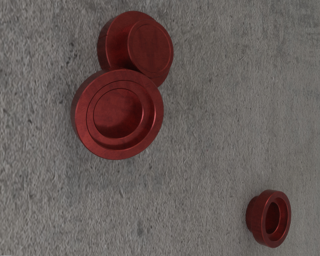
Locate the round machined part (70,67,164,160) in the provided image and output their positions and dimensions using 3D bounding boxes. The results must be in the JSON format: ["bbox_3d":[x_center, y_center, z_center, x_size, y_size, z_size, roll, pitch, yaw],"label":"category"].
[{"bbox_3d":[-0.049,-0.018,0.340,0.099,0.042,0.097,-9,110,-27],"label":"round machined part"}]

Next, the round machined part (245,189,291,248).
[{"bbox_3d":[0.190,0.158,0.553,0.099,0.042,0.097,0,90,-40],"label":"round machined part"}]

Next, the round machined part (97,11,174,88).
[{"bbox_3d":[-0.022,-0.092,0.375,0.099,0.042,0.097,0,90,-40],"label":"round machined part"}]
